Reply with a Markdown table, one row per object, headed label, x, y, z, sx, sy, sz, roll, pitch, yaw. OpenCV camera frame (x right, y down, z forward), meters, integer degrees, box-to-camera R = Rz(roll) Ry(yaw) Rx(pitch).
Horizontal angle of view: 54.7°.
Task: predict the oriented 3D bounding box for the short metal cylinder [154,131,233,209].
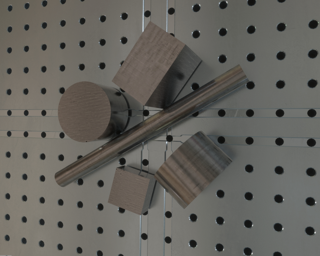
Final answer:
| label | x | y | z | sx | sy | sz | roll | pitch | yaw |
| --- | --- | --- | --- | --- | --- | --- | --- | --- | --- |
| short metal cylinder | 0.039 | 0.049 | 0.366 | 0.050 | 0.080 | 0.080 | 45 | 104 | 14 |

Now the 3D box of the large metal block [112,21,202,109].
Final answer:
| label | x | y | z | sx | sy | sz | roll | pitch | yaw |
| --- | --- | --- | --- | --- | --- | --- | --- | --- | --- |
| large metal block | -0.001 | -0.072 | 0.380 | 0.050 | 0.080 | 0.080 | 38 | 102 | 16 |

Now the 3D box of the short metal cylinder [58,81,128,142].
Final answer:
| label | x | y | z | sx | sy | sz | roll | pitch | yaw |
| --- | --- | --- | --- | --- | --- | --- | --- | --- | --- |
| short metal cylinder | -0.091 | -0.021 | 0.427 | 0.080 | 0.050 | 0.079 | 0 | 90 | 20 |

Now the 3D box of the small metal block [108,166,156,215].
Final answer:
| label | x | y | z | sx | sy | sz | roll | pitch | yaw |
| --- | --- | --- | --- | --- | --- | --- | --- | --- | --- |
| small metal block | -0.038 | 0.084 | 0.422 | 0.050 | 0.025 | 0.050 | 16 | 95 | 19 |

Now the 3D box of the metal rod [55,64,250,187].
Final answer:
| label | x | y | z | sx | sy | sz | roll | pitch | yaw |
| --- | --- | --- | --- | --- | --- | --- | --- | --- | --- |
| metal rod | -0.023 | 0.005 | 0.417 | 0.300 | 0.025 | 0.025 | -30 | 80 | 17 |
